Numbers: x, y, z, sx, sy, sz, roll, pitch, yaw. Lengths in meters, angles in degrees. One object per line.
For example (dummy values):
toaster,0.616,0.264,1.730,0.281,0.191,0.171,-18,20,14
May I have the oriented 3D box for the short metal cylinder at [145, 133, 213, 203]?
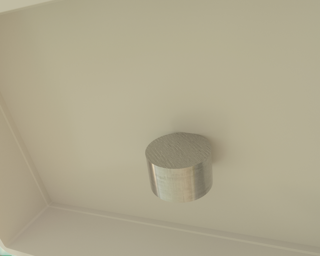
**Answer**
short metal cylinder,0.025,0.047,0.388,0.080,0.080,0.050,7,121,24
